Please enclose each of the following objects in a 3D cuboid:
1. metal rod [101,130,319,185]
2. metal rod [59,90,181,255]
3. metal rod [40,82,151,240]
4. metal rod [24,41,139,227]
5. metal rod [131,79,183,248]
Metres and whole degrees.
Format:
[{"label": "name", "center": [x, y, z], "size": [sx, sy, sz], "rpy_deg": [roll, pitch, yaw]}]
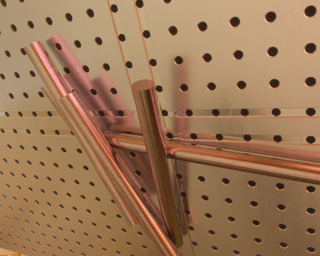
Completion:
[{"label": "metal rod", "center": [0.055, 0.035, 0.402], "size": [0.301, 0.025, 0.025], "rpy_deg": [8, 122, 23]}, {"label": "metal rod", "center": [-0.051, 0.081, 0.451], "size": [0.025, 0.025, 0.299], "rpy_deg": [-20, 107, 35]}, {"label": "metal rod", "center": [-0.086, 0.057, 0.489], "size": [0.025, 0.025, 0.299], "rpy_deg": [-23, 107, 36]}, {"label": "metal rod", "center": [-0.106, 0.016, 0.452], "size": [0.025, 0.025, 0.299], "rpy_deg": [-19, 105, 35]}, {"label": "metal rod", "center": [0.004, 0.071, 0.424], "size": [0.025, 0.025, 0.298], "rpy_deg": [8, 130, 24]}]
